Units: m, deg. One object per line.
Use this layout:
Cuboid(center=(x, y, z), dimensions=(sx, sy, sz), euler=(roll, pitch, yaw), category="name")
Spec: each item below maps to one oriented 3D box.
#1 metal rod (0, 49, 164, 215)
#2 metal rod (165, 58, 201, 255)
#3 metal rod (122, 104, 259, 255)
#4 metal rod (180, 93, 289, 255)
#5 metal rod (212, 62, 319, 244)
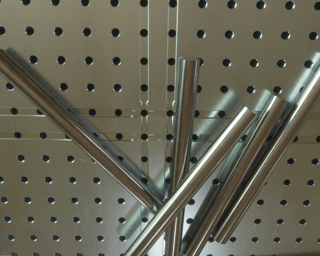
Cuboid(center=(-0.101, 0.016, 0.418), dimensions=(0.025, 0.025, 0.300), euler=(-40, 106, 13), category="metal rod")
Cuboid(center=(0.028, 0.055, 0.433), dimensions=(0.025, 0.025, 0.298), euler=(3, 110, -1), category="metal rod")
Cuboid(center=(0.027, 0.095, 0.420), dimensions=(0.025, 0.025, 0.299), euler=(32, 106, -11), category="metal rod")
Cuboid(center=(0.096, 0.089, 0.446), dimensions=(0.025, 0.025, 0.298), euler=(22, 109, -8), category="metal rod")
Cuboid(center=(0.153, 0.042, 0.429), dimensions=(0.025, 0.025, 0.298), euler=(23, 108, -8), category="metal rod")
